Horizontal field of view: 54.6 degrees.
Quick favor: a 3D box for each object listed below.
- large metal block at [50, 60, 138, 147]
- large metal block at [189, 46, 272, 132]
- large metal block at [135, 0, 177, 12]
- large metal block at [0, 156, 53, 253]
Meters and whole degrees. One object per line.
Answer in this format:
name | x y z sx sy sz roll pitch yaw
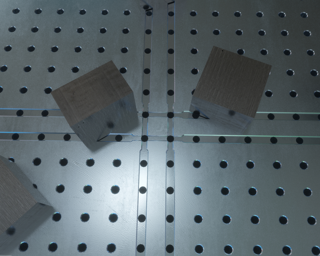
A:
large metal block | -0.078 -0.028 0.392 0.080 0.080 0.050 -31 73 -11
large metal block | 0.093 -0.052 0.418 0.080 0.050 0.080 21 71 7
large metal block | -0.008 -0.242 0.487 0.080 0.050 0.080 -20 71 -7
large metal block | -0.192 0.090 0.365 0.080 0.050 0.080 -43 76 -14
